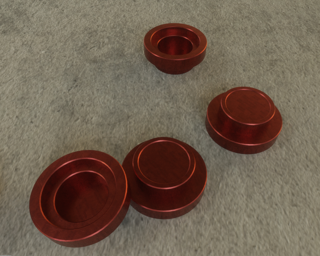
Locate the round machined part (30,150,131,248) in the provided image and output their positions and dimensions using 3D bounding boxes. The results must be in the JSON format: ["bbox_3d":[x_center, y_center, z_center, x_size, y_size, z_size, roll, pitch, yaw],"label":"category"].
[{"bbox_3d":[-0.078,0.075,0.323,0.099,0.042,0.098,-4,53,5],"label":"round machined part"}]

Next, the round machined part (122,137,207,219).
[{"bbox_3d":[0.004,0.049,0.351,0.099,0.042,0.098,0,50,0],"label":"round machined part"}]

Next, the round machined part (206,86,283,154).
[{"bbox_3d":[0.112,-0.017,0.408,0.099,0.042,0.098,0,50,0],"label":"round machined part"}]

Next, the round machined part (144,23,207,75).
[{"bbox_3d":[0.024,-0.123,0.496,0.099,0.042,0.098,0,50,0],"label":"round machined part"}]
